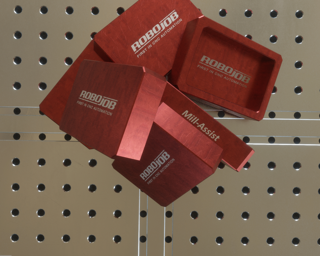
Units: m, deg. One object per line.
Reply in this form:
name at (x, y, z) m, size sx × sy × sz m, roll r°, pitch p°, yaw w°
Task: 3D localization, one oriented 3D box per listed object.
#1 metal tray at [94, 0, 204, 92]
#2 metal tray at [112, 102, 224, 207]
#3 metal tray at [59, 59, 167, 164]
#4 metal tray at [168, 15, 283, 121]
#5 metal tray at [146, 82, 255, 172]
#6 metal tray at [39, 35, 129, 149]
metal tray at (-0.007, -0.114, 0.392) m, size 0.130 × 0.030 × 0.090 m, roll -44°, pitch 93°, yaw -14°
metal tray at (0.003, 0.038, 0.365) m, size 0.090 × 0.129 × 0.030 m, roll 38°, pitch 51°, yaw 0°
metal tray at (-0.058, -0.024, 0.337) m, size 0.030 × 0.130 × 0.090 m, roll 19°, pitch 90°, yaw -42°
metal tray at (0.083, -0.070, 0.387) m, size 0.131 × 0.030 × 0.090 m, roll 18°, pitch 90°, yaw -23°
metal tray at (0.044, -0.003, 0.380) m, size 0.130 × 0.090 × 0.030 m, roll 38°, pitch 90°, yaw 0°
metal tray at (-0.081, -0.048, 0.410) m, size 0.090 × 0.030 × 0.130 m, roll 39°, pitch 90°, yaw -1°
